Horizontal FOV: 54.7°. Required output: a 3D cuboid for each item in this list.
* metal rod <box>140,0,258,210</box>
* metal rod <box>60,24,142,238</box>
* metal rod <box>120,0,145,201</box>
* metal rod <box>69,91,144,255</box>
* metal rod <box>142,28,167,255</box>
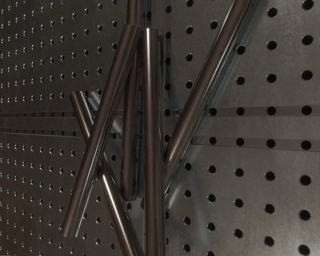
[{"bbox_3d":[0.042,-0.023,0.373,0.025,0.025,0.298,36,112,34],"label":"metal rod"},{"bbox_3d":[-0.082,0.008,0.423,0.025,0.025,0.298,23,97,37],"label":"metal rod"},{"bbox_3d":[-0.039,-0.047,0.439,0.025,0.025,0.298,4,93,39],"label":"metal rod"},{"bbox_3d":[-0.082,0.061,0.448,0.025,0.025,0.299,-46,55,30],"label":"metal rod"},{"bbox_3d":[-0.008,0.017,0.386,0.025,0.025,0.299,-12,74,39],"label":"metal rod"}]
